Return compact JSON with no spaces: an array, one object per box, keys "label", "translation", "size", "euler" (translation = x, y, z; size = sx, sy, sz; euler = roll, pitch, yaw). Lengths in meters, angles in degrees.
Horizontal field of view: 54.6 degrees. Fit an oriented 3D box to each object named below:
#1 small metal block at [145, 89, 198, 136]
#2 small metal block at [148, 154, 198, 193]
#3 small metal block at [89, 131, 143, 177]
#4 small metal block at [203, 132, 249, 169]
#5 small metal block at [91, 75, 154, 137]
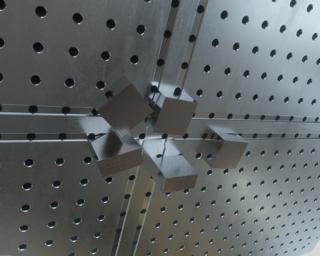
[{"label":"small metal block","translation":[0.015,-0.019,0.407],"size":[0.050,0.025,0.050],"euler":[7,115,-32]},{"label":"small metal block","translation":[0.018,0.064,0.444],"size":[0.050,0.050,0.025],"euler":[-3,120,-27]},{"label":"small metal block","translation":[-0.055,0.029,0.382],"size":[0.050,0.050,0.025],"euler":[-16,125,-19]},{"label":"small metal block","translation":[0.104,0.036,0.489],"size":[0.050,0.025,0.050],"euler":[7,115,-31]},{"label":"small metal block","translation":[-0.044,-0.025,0.371],"size":[0.050,0.025,0.050],"euler":[-40,129,-1]}]
